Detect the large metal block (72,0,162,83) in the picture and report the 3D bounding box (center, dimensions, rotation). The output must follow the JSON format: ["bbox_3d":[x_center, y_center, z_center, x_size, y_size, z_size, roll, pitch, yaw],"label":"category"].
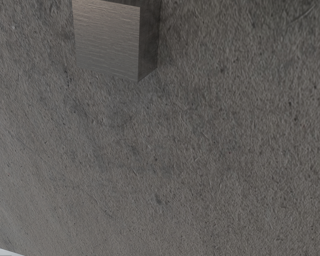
[{"bbox_3d":[-0.048,-0.106,0.350,0.080,0.050,0.079,17,125,18],"label":"large metal block"}]
